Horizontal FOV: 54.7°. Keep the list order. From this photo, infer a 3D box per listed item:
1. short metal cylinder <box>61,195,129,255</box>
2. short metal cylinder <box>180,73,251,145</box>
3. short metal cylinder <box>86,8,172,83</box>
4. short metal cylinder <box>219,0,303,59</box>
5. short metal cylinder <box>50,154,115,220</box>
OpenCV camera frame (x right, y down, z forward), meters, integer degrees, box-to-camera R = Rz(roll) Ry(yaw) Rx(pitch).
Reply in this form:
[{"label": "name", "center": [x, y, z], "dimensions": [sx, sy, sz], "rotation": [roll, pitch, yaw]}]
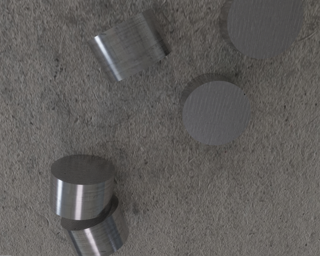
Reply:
[{"label": "short metal cylinder", "center": [-0.089, 0.135, 0.429], "dimensions": [0.080, 0.080, 0.050], "rotation": [-14, 110, 5]}, {"label": "short metal cylinder", "center": [0.067, -0.025, 0.388], "dimensions": [0.081, 0.050, 0.079], "rotation": [0, 110, 0]}, {"label": "short metal cylinder", "center": [-0.034, -0.092, 0.346], "dimensions": [0.080, 0.080, 0.050], "rotation": [-25, 108, 9]}, {"label": "short metal cylinder", "center": [0.112, -0.122, 0.352], "dimensions": [0.081, 0.050, 0.079], "rotation": [0, 110, 0]}, {"label": "short metal cylinder", "center": [-0.102, 0.075, 0.407], "dimensions": [0.081, 0.080, 0.050], "rotation": [8, 110, -3]}]
